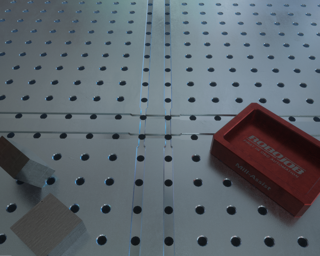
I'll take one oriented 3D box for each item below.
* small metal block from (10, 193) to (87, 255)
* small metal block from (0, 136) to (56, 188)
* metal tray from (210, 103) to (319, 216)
[{"bbox_3d":[-0.114,0.104,0.319,0.050,0.025,0.050,32,57,23],"label":"small metal block"},{"bbox_3d":[-0.157,0.039,0.353,0.050,0.050,0.025,32,79,23],"label":"small metal block"},{"bbox_3d":[0.140,0.032,0.379,0.091,0.030,0.130,-37,59,-27],"label":"metal tray"}]
